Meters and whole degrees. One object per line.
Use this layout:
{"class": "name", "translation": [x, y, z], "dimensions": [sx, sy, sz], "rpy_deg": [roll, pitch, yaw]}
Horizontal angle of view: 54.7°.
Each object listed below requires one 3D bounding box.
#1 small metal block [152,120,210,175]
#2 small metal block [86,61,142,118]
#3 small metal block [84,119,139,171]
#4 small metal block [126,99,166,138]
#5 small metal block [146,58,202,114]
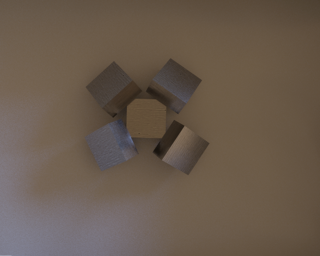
{"class": "small metal block", "translation": [0.027, 0.026, 0.398], "dimensions": [0.050, 0.025, 0.050], "rpy_deg": [34, 90, -35]}
{"class": "small metal block", "translation": [-0.059, -0.050, 0.396], "dimensions": [0.050, 0.025, 0.050], "rpy_deg": [-42, 53, 0]}
{"class": "small metal block", "translation": [-0.062, 0.022, 0.397], "dimensions": [0.050, 0.025, 0.050], "rpy_deg": [-26, 90, 37]}
{"class": "small metal block", "translation": [-0.017, -0.012, 0.409], "dimensions": [0.050, 0.025, 0.050], "rpy_deg": [2, 90, 0]}
{"class": "small metal block", "translation": [0.018, -0.054, 0.397], "dimensions": [0.050, 0.025, 0.050], "rpy_deg": [35, 53, -1]}
